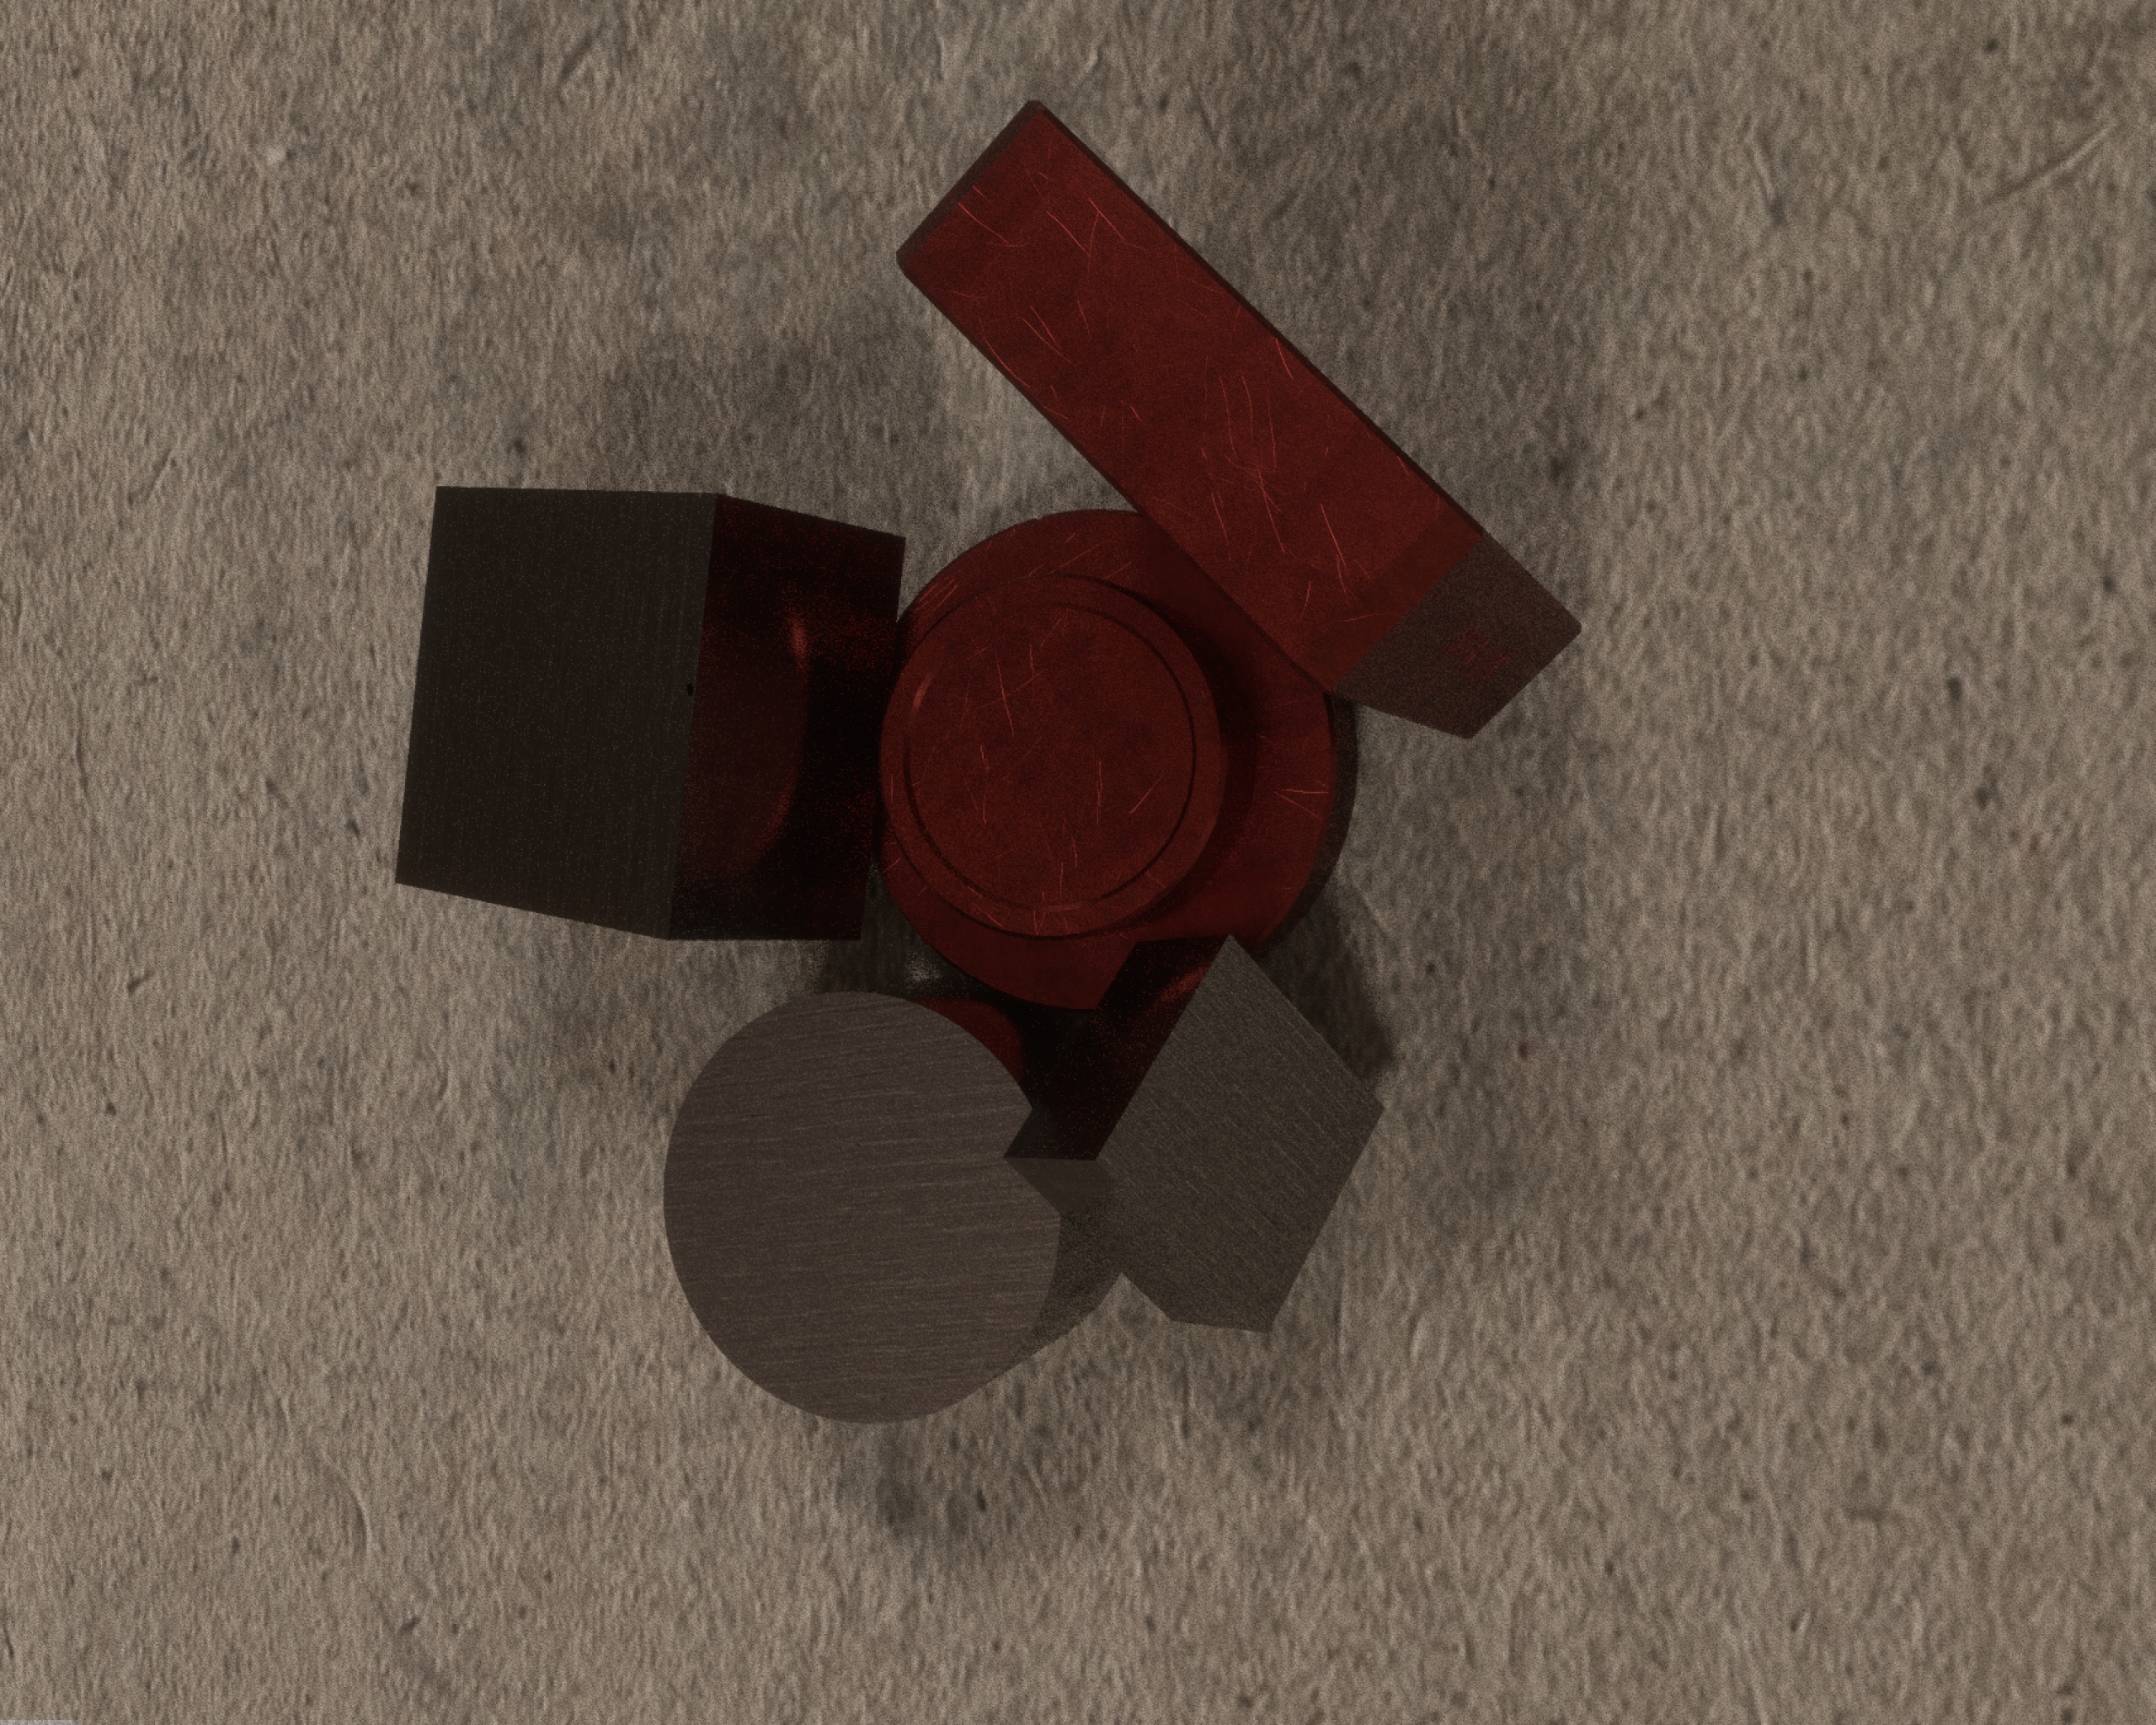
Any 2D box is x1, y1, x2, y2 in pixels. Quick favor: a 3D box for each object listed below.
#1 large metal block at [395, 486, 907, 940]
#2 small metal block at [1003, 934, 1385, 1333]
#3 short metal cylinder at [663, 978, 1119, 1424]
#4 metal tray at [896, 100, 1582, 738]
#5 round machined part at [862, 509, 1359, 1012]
[{"bbox_3d":[-0.085,-0.030,0.412,0.080,0.050,0.079,9,93,36],"label":"large metal block"},{"bbox_3d":[0.022,0.049,0.377,0.025,0.050,0.050,-8,131,50],"label":"small metal block"},{"bbox_3d":[-0.033,0.063,0.408,0.080,0.050,0.079,0,90,19],"label":"short metal cylinder"},{"bbox_3d":[0.033,-0.065,0.341,0.030,0.130,0.090,-46,76,14],"label":"metal tray"},{"bbox_3d":[0.001,-0.020,0.401,0.098,0.042,0.097,0,90,19],"label":"round machined part"}]
